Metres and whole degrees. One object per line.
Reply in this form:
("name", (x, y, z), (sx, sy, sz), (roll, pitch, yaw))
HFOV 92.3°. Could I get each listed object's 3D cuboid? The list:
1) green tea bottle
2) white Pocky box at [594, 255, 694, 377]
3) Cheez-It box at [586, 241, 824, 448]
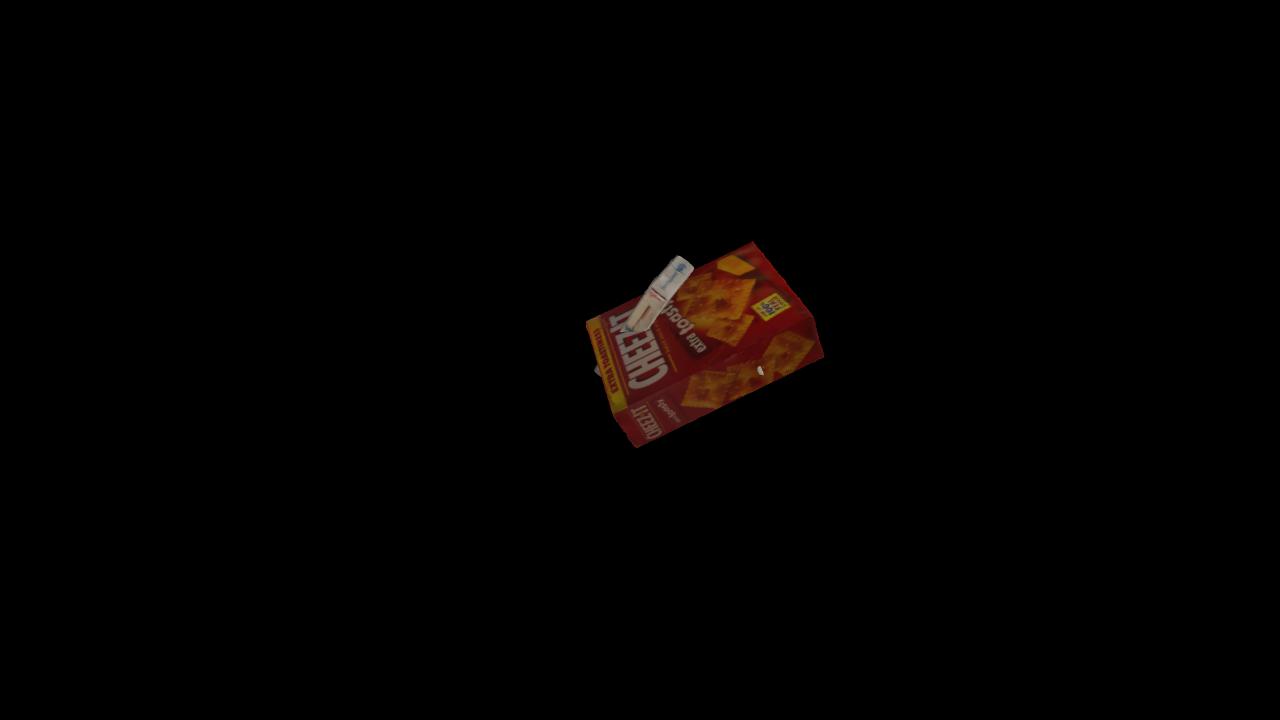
("green tea bottle", (0.048, -0.011, 0.688), (0.212, 0.073, 0.073), (6, 3, 39))
("white Pocky box", (0.002, -0.046, 0.715), (0.154, 0.028, 0.084), (-53, 0, 43))
("Cheez-It box", (0.062, -0.024, 0.679), (0.223, 0.071, 0.166), (-26, 40, 5))
